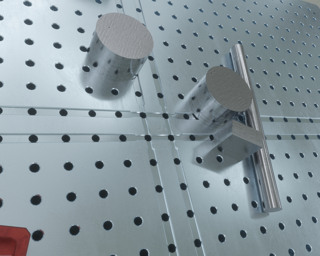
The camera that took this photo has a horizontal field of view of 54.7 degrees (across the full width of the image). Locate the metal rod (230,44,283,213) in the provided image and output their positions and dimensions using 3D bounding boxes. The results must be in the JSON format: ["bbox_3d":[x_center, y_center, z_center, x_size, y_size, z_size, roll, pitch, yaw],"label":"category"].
[{"bbox_3d":[0.148,-0.017,0.497,0.025,0.025,0.299,11,57,-22],"label":"metal rod"}]

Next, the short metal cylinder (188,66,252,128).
[{"bbox_3d":[0.091,-0.046,0.469,0.081,0.050,0.080,13,56,-21],"label":"short metal cylinder"}]

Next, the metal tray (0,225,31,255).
[{"bbox_3d":[-0.178,0.118,0.236,0.131,0.030,0.090,14,56,-21],"label":"metal tray"}]

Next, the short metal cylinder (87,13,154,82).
[{"bbox_3d":[-0.056,-0.112,0.430,0.081,0.050,0.080,13,56,-21],"label":"short metal cylinder"}]

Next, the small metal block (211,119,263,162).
[{"bbox_3d":[0.109,0.019,0.439,0.050,0.050,0.025,22,54,-15],"label":"small metal block"}]
